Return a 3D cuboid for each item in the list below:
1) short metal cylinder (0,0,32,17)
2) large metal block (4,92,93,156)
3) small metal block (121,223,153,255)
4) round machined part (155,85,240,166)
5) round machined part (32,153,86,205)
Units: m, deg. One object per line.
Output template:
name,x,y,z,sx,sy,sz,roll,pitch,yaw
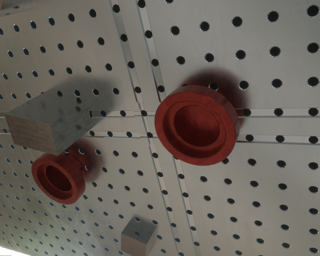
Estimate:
short metal cylinder,-0.211,-0.184,0.393,0.080,0.050,0.079,13,124,21
large metal block,-0.160,-0.010,0.454,0.080,0.080,0.050,11,123,22
small metal block,-0.042,0.208,0.562,0.050,0.025,0.050,17,125,18
round machined part,0.047,-0.006,0.372,0.098,0.042,0.097,13,124,21
round machined part,-0.170,0.082,0.541,0.098,0.042,0.097,13,124,21
